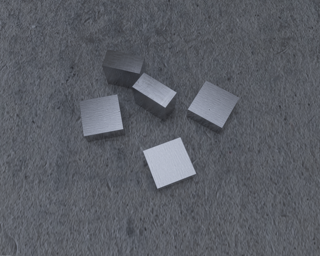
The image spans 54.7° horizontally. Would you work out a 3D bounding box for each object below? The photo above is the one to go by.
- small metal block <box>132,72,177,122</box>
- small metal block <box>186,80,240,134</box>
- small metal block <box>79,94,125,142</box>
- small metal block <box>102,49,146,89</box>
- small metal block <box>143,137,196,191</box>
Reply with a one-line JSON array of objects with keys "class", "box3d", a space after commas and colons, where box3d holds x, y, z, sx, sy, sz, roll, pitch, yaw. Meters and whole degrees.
[{"class": "small metal block", "box3d": [-0.007, -0.039, 0.409, 0.050, 0.050, 0.025, 33, 74, 11]}, {"class": "small metal block", "box3d": [0.071, -0.028, 0.419, 0.050, 0.025, 0.050, 30, 73, 10]}, {"class": "small metal block", "box3d": [-0.076, -0.013, 0.412, 0.050, 0.025, 0.050, -11, 70, -4]}, {"class": "small metal block", "box3d": [-0.047, -0.078, 0.423, 0.050, 0.050, 0.025, 13, 71, 5]}, {"class": "small metal block", "box3d": [0.011, 0.046, 0.391, 0.050, 0.025, 0.050, -20, 71, -7]}]
